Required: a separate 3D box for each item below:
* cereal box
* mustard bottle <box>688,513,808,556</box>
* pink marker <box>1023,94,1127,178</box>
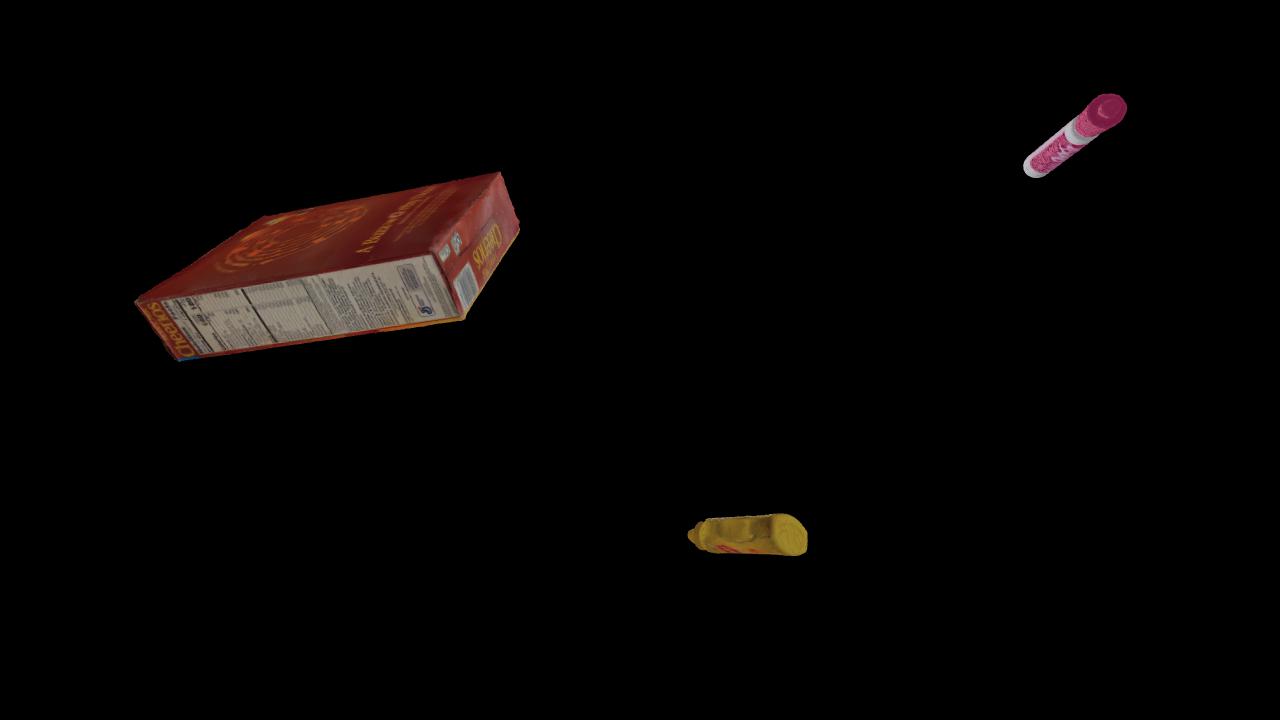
[{"bbox_3d":[-0.296,-0.099,0.622,0.306,0.081,0.203,-8,34,11],"label":"cereal box"},{"bbox_3d":[0.142,0.255,0.895,0.092,0.054,0.184,24,-28,-39],"label":"mustard bottle"},{"bbox_3d":[0.272,-0.139,0.389,0.020,0.020,0.121,0,3,17],"label":"pink marker"}]
